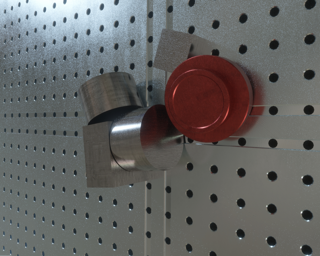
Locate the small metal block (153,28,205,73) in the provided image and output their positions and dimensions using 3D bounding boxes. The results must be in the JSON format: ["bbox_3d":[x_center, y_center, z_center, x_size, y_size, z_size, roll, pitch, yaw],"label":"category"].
[{"bbox_3d":[0.023,-0.094,0.390,0.050,0.025,0.050,25,106,37],"label":"small metal block"}]

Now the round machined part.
[{"bbox_3d":[0.049,-0.031,0.342,0.098,0.042,0.097,6,103,26],"label":"round machined part"}]

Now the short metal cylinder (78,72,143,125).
[{"bbox_3d":[-0.067,-0.035,0.429,0.080,0.081,0.050,-31,71,36],"label":"short metal cylinder"}]

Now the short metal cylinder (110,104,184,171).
[{"bbox_3d":[-0.015,0.014,0.386,0.050,0.081,0.080,-9,84,40],"label":"short metal cylinder"}]

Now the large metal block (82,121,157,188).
[{"bbox_3d":[-0.053,0.034,0.417,0.050,0.081,0.080,-9,84,40],"label":"large metal block"}]
